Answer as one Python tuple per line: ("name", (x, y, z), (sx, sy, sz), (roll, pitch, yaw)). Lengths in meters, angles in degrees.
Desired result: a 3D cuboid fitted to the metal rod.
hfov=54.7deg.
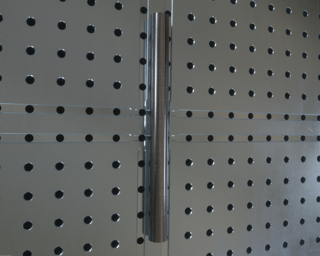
("metal rod", (-0.001, -0.001, 0.413), (0.025, 0.025, 0.298), (0, 90, -20))
